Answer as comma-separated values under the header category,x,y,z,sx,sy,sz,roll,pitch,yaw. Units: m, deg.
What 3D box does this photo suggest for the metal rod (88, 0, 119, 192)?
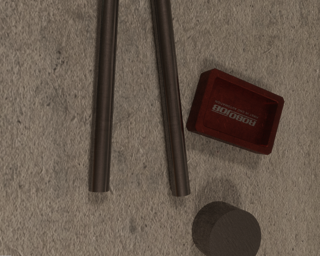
category,x,y,z,sx,sy,sz,roll,pitch,yaw
metal rod,-0.068,-0.072,0.384,0.025,0.025,0.298,3,89,-20

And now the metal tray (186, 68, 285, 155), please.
category,x,y,z,sx,sy,sz,roll,pitch,yaw
metal tray,0.111,-0.021,0.448,0.131,0.030,0.090,18,84,-20

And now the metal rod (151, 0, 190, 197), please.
category,x,y,z,sx,sy,sz,roll,pitch,yaw
metal rod,0.013,-0.058,0.414,0.025,0.025,0.298,-7,93,-20

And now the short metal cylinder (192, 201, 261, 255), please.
category,x,y,z,sx,sy,sz,roll,pitch,yaw
short metal cylinder,0.092,0.147,0.431,0.081,0.050,0.079,0,90,-21
